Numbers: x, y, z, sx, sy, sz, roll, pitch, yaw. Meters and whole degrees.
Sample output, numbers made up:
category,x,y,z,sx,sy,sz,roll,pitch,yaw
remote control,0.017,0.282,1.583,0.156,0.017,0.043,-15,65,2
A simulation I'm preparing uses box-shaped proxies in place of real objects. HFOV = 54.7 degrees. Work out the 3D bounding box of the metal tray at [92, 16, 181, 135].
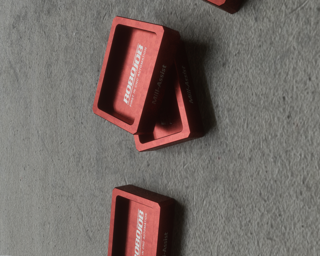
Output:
category,x,y,z,sx,sy,sz,roll,pitch,yaw
metal tray,-0.034,-0.066,0.389,0.090,0.030,0.129,26,106,37

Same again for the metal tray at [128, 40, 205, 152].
category,x,y,z,sx,sy,sz,roll,pitch,yaw
metal tray,0.000,-0.041,0.401,0.090,0.030,0.129,-19,78,38

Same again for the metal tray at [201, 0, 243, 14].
category,x,y,z,sx,sy,sz,roll,pitch,yaw
metal tray,0.053,-0.200,0.358,0.130,0.030,0.089,41,115,32

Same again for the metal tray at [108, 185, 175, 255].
category,x,y,z,sx,sy,sz,roll,pitch,yaw
metal tray,-0.029,0.152,0.425,0.090,0.030,0.129,8,95,39
